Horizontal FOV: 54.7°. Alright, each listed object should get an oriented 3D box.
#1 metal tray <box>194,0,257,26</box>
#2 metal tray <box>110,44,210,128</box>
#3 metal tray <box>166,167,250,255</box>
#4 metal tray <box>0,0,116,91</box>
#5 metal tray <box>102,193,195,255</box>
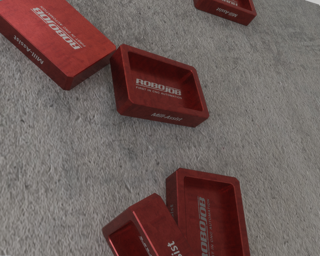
[{"bbox_3d":[0.129,-0.266,0.631,0.131,0.030,0.090,9,58,-24],"label":"metal tray"},{"bbox_3d":[0.001,-0.054,0.418,0.131,0.030,0.090,9,57,-36],"label":"metal tray"},{"bbox_3d":[0.055,0.117,0.358,0.091,0.030,0.130,13,56,-21],"label":"metal tray"},{"bbox_3d":[-0.134,-0.119,0.401,0.130,0.030,0.090,42,51,1],"label":"metal tray"},{"bbox_3d":[0.001,0.133,0.280,0.030,0.090,0.130,-22,74,-36],"label":"metal tray"}]
